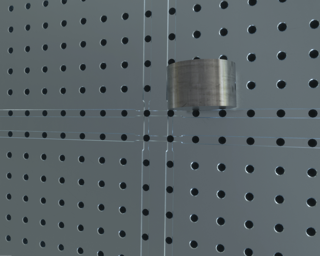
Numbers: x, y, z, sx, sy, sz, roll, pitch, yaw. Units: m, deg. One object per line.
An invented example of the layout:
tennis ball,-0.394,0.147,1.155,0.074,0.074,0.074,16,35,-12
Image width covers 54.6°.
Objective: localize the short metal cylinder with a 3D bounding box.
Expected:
short metal cylinder,0.049,-0.048,0.366,0.080,0.080,0.050,-2,90,20
